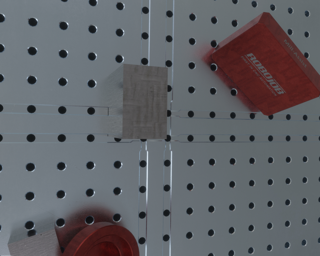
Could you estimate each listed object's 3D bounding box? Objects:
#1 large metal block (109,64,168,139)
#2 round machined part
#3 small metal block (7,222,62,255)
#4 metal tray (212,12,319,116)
[{"bbox_3d":[-0.029,-0.028,0.373,0.050,0.080,0.079,1,90,-20],"label":"large metal block"},{"bbox_3d":[-0.075,0.160,0.364,0.099,0.042,0.097,2,87,-44],"label":"round machined part"},{"bbox_3d":[-0.142,0.145,0.361,0.050,0.025,0.050,-15,95,-20],"label":"small metal block"},{"bbox_3d":[0.148,-0.082,0.430,0.130,0.090,0.030,43,53,-15],"label":"metal tray"}]
